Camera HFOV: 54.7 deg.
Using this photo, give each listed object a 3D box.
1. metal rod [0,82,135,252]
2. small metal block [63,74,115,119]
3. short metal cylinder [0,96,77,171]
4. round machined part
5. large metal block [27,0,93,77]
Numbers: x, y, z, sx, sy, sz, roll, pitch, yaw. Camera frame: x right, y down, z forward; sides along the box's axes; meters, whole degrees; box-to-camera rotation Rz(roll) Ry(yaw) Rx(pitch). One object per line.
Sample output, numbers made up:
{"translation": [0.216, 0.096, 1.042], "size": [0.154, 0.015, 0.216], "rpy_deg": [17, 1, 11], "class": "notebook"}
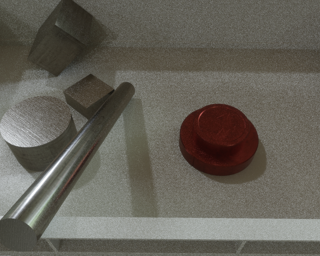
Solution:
{"translation": [-0.066, 0.003, 0.317], "size": [0.025, 0.025, 0.301], "rpy_deg": [6, 24, 5], "class": "metal rod"}
{"translation": [-0.099, -0.045, 0.442], "size": [0.050, 0.025, 0.050], "rpy_deg": [34, 58, 25], "class": "small metal block"}
{"translation": [-0.145, 0.006, 0.382], "size": [0.081, 0.050, 0.080], "rpy_deg": [0, 50, 0], "class": "short metal cylinder"}
{"translation": [0.074, 0.007, 0.389], "size": [0.099, 0.042, 0.098], "rpy_deg": [0, 50, 0], "class": "round machined part"}
{"translation": [-0.153, -0.141, 0.478], "size": [0.050, 0.080, 0.080], "rpy_deg": [31, 40, -34], "class": "large metal block"}
